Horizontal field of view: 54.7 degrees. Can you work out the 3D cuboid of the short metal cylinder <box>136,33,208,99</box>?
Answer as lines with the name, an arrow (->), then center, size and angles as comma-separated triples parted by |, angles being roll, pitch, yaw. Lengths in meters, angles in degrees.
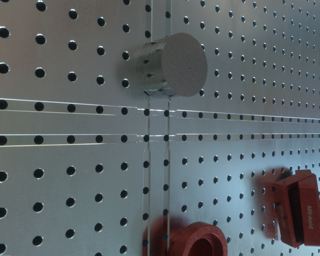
short metal cylinder -> 0.017, -0.079, 0.407 | 0.081, 0.050, 0.079 | 0, 91, -40

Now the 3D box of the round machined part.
round machined part -> 0.049, 0.182, 0.440 | 0.099, 0.042, 0.097 | 0, 90, -40

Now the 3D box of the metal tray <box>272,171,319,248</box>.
metal tray -> 0.281, 0.163, 0.626 | 0.091, 0.030, 0.129 | -15, 98, -23

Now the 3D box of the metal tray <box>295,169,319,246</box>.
metal tray -> 0.301, 0.160, 0.630 | 0.090, 0.030, 0.129 | -35, 116, -67
